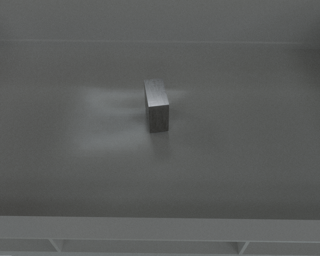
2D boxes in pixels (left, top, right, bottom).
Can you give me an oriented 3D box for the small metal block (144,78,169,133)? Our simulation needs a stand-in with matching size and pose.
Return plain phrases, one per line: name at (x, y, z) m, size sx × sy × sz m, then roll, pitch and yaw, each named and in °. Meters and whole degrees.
small metal block at (-0.005, -0.030, 0.409) m, size 0.025 × 0.050 × 0.050 m, roll -7°, pitch 50°, yaw -5°
